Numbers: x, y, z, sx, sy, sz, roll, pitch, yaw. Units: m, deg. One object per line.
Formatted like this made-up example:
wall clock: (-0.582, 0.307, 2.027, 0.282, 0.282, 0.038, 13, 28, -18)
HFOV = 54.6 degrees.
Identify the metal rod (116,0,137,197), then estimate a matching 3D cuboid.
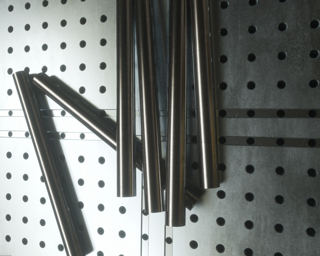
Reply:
metal rod: (-0.045, -0.061, 0.412, 0.025, 0.025, 0.299, -4, 82, 20)

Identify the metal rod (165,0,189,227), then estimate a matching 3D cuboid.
metal rod: (0.022, -0.032, 0.389, 0.025, 0.025, 0.299, -1, 84, 20)

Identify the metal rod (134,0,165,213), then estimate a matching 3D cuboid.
metal rod: (-0.015, -0.045, 0.402, 0.025, 0.025, 0.299, -6, 82, 20)

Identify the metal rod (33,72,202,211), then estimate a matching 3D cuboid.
metal rod: (-0.070, 0.011, 0.437, 0.300, 0.025, 0.025, 37, 102, 16)

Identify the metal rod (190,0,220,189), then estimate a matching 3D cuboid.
metal rod: (0.055, -0.075, 0.393, 0.025, 0.025, 0.298, -3, 89, 20)

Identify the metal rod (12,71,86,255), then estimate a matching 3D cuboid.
metal rod: (-0.171, 0.054, 0.473, 0.025, 0.025, 0.299, -22, 83, 19)
